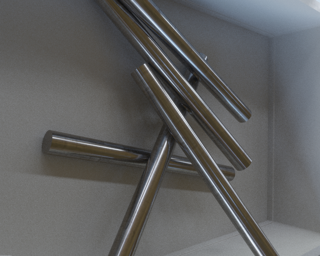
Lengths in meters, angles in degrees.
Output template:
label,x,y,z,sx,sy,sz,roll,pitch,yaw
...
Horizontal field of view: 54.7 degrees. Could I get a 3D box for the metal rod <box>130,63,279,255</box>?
label,x,y,z,sx,sy,sz,roll,pitch,yaw
metal rod,0.060,0.053,0.373,0.025,0.025,0.299,-36,93,-34

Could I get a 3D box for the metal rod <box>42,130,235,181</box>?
label,x,y,z,sx,sy,sz,roll,pitch,yaw
metal rod,-0.001,0.044,0.407,0.302,0.025,0.025,15,81,-39

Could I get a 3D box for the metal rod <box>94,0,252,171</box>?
label,x,y,z,sx,sy,sz,roll,pitch,yaw
metal rod,0.018,-0.059,0.383,0.300,0.025,0.025,48,60,-15

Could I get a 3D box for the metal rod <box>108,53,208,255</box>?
label,x,y,z,sx,sy,sz,roll,pitch,yaw
metal rod,0.008,0.018,0.386,0.025,0.025,0.300,43,55,-32

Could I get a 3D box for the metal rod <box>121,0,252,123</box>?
label,x,y,z,sx,sy,sz,roll,pitch,yaw
metal rod,0.032,-0.096,0.394,0.301,0.025,0.025,38,67,-34
